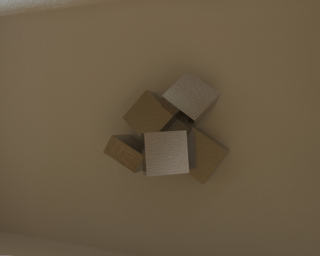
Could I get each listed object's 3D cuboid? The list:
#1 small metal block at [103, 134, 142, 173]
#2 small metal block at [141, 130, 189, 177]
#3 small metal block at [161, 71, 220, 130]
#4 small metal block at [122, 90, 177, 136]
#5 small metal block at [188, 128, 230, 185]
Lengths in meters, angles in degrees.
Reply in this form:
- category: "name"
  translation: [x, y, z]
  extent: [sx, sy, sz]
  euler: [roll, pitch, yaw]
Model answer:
- category: "small metal block"
  translation: [-0.037, 0.032, 0.407]
  extent: [0.050, 0.050, 0.025]
  euler: [31, 100, 17]
- category: "small metal block"
  translation: [0.005, 0.029, 0.368]
  extent: [0.050, 0.025, 0.050]
  euler: [-3, 89, -13]
- category: "small metal block"
  translation: [0.037, -0.035, 0.383]
  extent: [0.050, 0.025, 0.050]
  euler: [39, 69, 15]
- category: "small metal block"
  translation: [-0.013, -0.014, 0.411]
  extent: [0.050, 0.025, 0.050]
  euler: [45, 104, 14]
- category: "small metal block"
  translation: [0.051, 0.034, 0.390]
  extent: [0.050, 0.025, 0.050]
  euler: [37, 101, 16]
